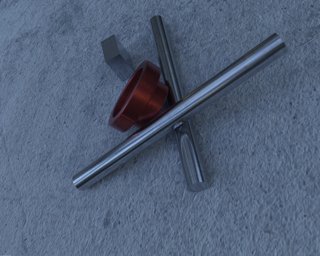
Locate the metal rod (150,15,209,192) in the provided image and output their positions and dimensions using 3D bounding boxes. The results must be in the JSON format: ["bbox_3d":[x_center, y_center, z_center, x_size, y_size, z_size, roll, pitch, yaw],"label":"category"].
[{"bbox_3d":[0.019,-0.055,0.426,0.025,0.025,0.299,-22,54,15],"label":"metal rod"}]

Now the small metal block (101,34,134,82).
[{"bbox_3d":[-0.065,-0.110,0.488,0.025,0.050,0.050,-27,53,11],"label":"small metal block"}]

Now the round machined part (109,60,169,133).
[{"bbox_3d":[-0.025,-0.036,0.406,0.097,0.042,0.098,-52,18,26],"label":"round machined part"}]

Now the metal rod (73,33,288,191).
[{"bbox_3d":[0.010,-0.009,0.370,0.300,0.025,0.025,-35,51,17],"label":"metal rod"}]
